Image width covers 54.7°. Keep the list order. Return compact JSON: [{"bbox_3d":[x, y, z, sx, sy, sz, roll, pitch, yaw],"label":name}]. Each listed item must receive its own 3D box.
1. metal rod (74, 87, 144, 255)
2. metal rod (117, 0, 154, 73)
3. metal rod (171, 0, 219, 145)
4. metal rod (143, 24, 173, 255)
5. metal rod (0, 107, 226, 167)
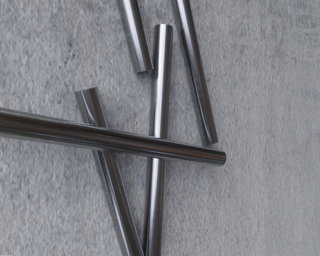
[{"bbox_3d":[-0.046,0.100,0.367,0.025,0.025,0.298,-23,105,-38],"label":"metal rod"},{"bbox_3d":[-0.053,-0.214,0.360,0.025,0.025,0.298,-22,104,-38],"label":"metal rod"},{"bbox_3d":[0.042,-0.120,0.441,0.025,0.025,0.298,-23,105,-38],"label":"metal rod"},{"bbox_3d":[-0.003,0.016,0.404,0.025,0.025,0.298,5,87,-40],"label":"metal rod"},{"bbox_3d":[-0.029,0.018,0.348,0.302,0.025,0.025,12,82,-40],"label":"metal rod"}]
